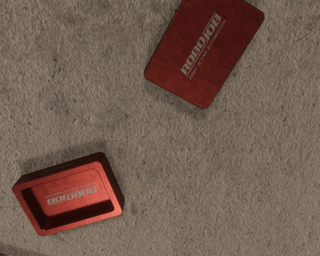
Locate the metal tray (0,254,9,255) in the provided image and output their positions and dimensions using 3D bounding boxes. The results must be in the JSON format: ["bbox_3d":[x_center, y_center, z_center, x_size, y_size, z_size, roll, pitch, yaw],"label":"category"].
[{"bbox_3d":[-0.238,0.255,0.497,0.131,0.030,0.089,19,109,-8],"label":"metal tray"}]

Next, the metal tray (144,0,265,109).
[{"bbox_3d":[0.049,-0.099,0.371,0.090,0.030,0.129,27,108,-10],"label":"metal tray"}]

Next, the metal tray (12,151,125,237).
[{"bbox_3d":[-0.127,0.095,0.440,0.131,0.030,0.090,-17,110,5],"label":"metal tray"}]
